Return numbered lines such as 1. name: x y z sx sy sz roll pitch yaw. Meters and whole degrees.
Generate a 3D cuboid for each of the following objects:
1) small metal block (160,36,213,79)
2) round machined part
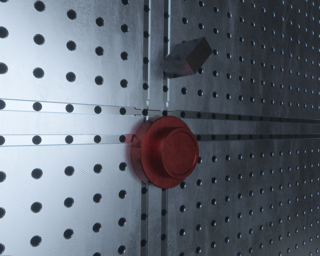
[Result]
1. small metal block: 0.036 -0.096 0.425 0.050 0.050 0.025 -52 121 -27
2. round machined part: 0.014 0.032 0.412 0.099 0.042 0.097 0 90 -40
